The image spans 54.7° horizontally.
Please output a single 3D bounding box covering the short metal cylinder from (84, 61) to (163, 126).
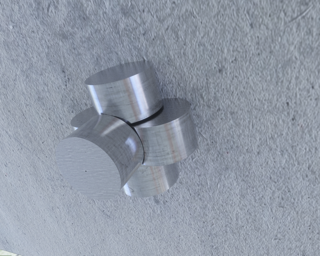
[{"bbox_3d":[-0.042,-0.043,0.367,0.080,0.080,0.050,-2,118,28],"label":"short metal cylinder"}]

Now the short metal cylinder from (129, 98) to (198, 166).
[{"bbox_3d":[0.002,0.002,0.372,0.080,0.080,0.050,0,118,28],"label":"short metal cylinder"}]

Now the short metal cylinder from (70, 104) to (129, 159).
[{"bbox_3d":[-0.070,0.003,0.410,0.080,0.080,0.050,-1,118,28],"label":"short metal cylinder"}]

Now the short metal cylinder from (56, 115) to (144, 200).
[{"bbox_3d":[-0.065,0.032,0.341,0.080,0.050,0.079,13,124,20],"label":"short metal cylinder"}]

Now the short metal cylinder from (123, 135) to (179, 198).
[{"bbox_3d":[-0.019,0.046,0.410,0.080,0.080,0.050,0,118,28],"label":"short metal cylinder"}]
